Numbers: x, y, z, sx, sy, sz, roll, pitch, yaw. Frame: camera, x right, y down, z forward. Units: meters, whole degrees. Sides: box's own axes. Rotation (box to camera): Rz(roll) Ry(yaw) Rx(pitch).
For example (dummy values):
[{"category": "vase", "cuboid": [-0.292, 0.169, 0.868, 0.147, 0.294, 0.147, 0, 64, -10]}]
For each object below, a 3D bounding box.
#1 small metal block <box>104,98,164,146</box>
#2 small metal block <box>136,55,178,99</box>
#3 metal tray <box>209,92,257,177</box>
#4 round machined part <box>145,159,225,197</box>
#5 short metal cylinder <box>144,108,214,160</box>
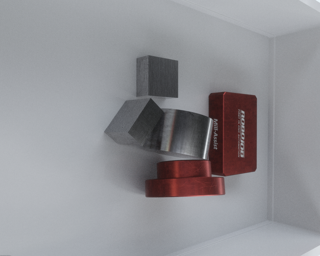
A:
[{"category": "small metal block", "cuboid": [-0.031, -0.007, 0.366, 0.025, 0.050, 0.050, 46, 62, -31]}, {"category": "small metal block", "cuboid": [-0.003, -0.065, 0.406, 0.050, 0.025, 0.050, 0, 90, -40]}, {"category": "metal tray", "cuboid": [0.121, 0.009, 0.508, 0.091, 0.030, 0.129, 0, 90, -40]}, {"category": "round machined part", "cuboid": [0.031, 0.064, 0.389, 0.099, 0.098, 0.042, 8, 75, -40]}, {"category": "short metal cylinder", "cuboid": [0.024, 0.010, 0.393, 0.081, 0.080, 0.050, 17, 79, -39]}]
